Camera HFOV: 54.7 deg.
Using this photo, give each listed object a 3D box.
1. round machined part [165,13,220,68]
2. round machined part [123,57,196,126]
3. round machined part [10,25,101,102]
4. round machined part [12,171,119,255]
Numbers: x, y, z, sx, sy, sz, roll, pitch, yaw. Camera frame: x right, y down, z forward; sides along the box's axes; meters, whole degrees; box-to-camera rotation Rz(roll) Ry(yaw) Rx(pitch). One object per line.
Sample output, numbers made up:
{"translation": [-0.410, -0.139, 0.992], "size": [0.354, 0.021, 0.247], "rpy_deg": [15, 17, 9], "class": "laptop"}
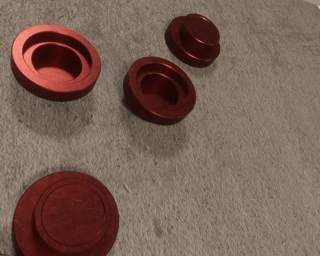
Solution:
{"translation": [0.061, -0.153, 0.521], "size": [0.099, 0.042, 0.098], "rpy_deg": [14, 56, -21], "class": "round machined part"}
{"translation": [-0.004, -0.045, 0.420], "size": [0.099, 0.042, 0.098], "rpy_deg": [14, 56, -21], "class": "round machined part"}
{"translation": [-0.124, -0.072, 0.371], "size": [0.099, 0.042, 0.098], "rpy_deg": [14, 56, -21], "class": "round machined part"}
{"translation": [-0.085, 0.086, 0.295], "size": [0.099, 0.042, 0.098], "rpy_deg": [14, 56, -21], "class": "round machined part"}
